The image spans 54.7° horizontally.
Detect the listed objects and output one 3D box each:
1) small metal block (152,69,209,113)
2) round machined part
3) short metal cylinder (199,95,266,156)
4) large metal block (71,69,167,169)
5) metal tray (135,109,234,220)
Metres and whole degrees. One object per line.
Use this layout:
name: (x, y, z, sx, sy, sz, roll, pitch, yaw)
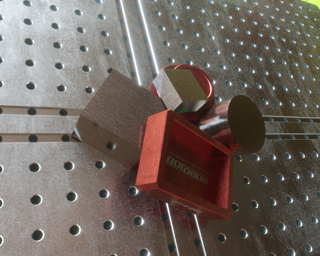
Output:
small metal block: (0.026, -0.047, 0.391, 0.050, 0.025, 0.050, -9, 63, -44)
round machined part: (0.039, -0.054, 0.451, 0.099, 0.042, 0.098, 14, 56, -21)
short metal cylinder: (0.102, -0.001, 0.433, 0.081, 0.050, 0.080, 13, 68, -36)
large metal block: (-0.046, -0.011, 0.374, 0.080, 0.050, 0.080, 31, 52, -8)
metal tray: (0.036, 0.047, 0.359, 0.130, 0.030, 0.090, 31, 55, -37)
